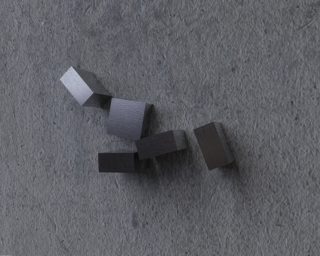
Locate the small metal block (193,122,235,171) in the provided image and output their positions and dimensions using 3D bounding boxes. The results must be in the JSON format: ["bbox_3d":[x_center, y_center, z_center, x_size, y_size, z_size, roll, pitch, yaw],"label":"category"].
[{"bbox_3d":[0.066,0.020,0.372,0.025,0.050,0.050,-23,83,19],"label":"small metal block"}]

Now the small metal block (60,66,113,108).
[{"bbox_3d":[-0.102,-0.056,0.432,0.025,0.050,0.050,-44,76,15],"label":"small metal block"}]

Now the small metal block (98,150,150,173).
[{"bbox_3d":[-0.047,0.043,0.412,0.050,0.050,0.025,-2,90,20],"label":"small metal block"}]

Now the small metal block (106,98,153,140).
[{"bbox_3d":[-0.041,-0.012,0.424,0.050,0.025,0.050,10,93,19],"label":"small metal block"}]

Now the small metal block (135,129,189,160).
[{"bbox_3d":[0.003,0.021,0.394,0.050,0.050,0.025,-17,85,19],"label":"small metal block"}]
